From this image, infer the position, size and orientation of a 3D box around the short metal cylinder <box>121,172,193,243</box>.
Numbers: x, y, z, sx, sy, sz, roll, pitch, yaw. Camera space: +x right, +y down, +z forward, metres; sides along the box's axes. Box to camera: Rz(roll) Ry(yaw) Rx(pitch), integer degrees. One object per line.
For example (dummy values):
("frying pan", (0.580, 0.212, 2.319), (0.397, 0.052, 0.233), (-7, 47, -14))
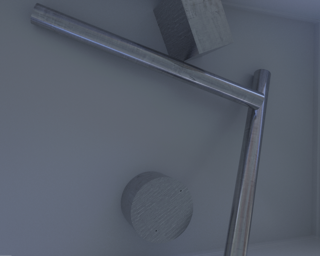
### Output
("short metal cylinder", (-0.005, 0.099, 0.397), (0.081, 0.050, 0.079), (0, 90, -21))

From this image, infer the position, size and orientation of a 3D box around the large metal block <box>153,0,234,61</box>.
("large metal block", (0.040, -0.132, 0.397), (0.050, 0.080, 0.080), (-22, 98, -19))

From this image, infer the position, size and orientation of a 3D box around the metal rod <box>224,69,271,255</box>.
("metal rod", (0.116, 0.045, 0.402), (0.025, 0.025, 0.300), (28, 61, -18))

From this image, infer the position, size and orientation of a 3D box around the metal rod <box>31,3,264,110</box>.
("metal rod", (-0.005, -0.084, 0.389), (0.302, 0.025, 0.025), (19, 84, -12))
